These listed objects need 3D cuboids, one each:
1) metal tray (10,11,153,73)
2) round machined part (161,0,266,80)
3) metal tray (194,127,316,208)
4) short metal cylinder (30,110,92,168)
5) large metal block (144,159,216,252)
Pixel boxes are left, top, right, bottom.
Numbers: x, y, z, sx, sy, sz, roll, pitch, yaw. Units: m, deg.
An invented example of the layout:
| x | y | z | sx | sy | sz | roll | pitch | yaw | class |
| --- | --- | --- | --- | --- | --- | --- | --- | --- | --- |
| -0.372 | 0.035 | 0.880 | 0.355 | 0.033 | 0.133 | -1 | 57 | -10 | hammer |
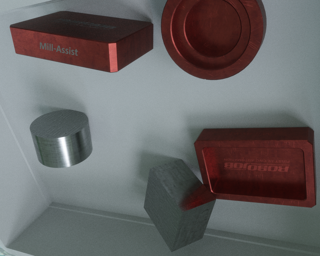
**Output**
| x | y | z | sx | sy | sz | roll | pitch | yaw | class |
| --- | --- | --- | --- | --- | --- | --- | --- | --- | --- |
| -0.084 | -0.101 | 0.346 | 0.130 | 0.090 | 0.030 | 14 | 124 | 19 | metal tray |
| 0.054 | -0.100 | 0.306 | 0.098 | 0.042 | 0.097 | 13 | 124 | 20 | round machined part |
| 0.114 | 0.046 | 0.372 | 0.130 | 0.030 | 0.089 | -1 | 118 | 28 | metal tray |
| -0.143 | 0.014 | 0.455 | 0.080 | 0.080 | 0.050 | 13 | 124 | 21 | short metal cylinder |
| 0.023 | 0.103 | 0.419 | 0.080 | 0.050 | 0.079 | 49 | 140 | 42 | large metal block |
